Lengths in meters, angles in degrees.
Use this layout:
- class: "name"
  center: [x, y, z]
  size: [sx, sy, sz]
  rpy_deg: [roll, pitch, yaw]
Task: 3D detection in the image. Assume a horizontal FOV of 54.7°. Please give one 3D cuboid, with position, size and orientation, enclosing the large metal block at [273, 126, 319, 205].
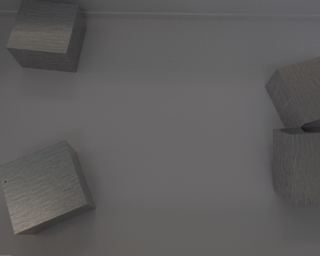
- class: "large metal block"
  center: [0.184, 0.041, 0.366]
  size: [0.081, 0.050, 0.079]
  rpy_deg: [-4, 97, -1]

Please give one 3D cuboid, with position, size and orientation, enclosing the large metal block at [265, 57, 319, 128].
- class: "large metal block"
  center: [0.201, -0.044, 0.414]
  size: [0.080, 0.050, 0.080]
  rpy_deg: [-17, 71, -6]

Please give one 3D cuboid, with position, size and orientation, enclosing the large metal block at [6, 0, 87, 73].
- class: "large metal block"
  center: [-0.158, -0.130, 0.443]
  size: [0.080, 0.050, 0.080]
  rpy_deg: [6, 70, 2]

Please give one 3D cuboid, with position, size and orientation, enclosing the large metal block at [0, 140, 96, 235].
- class: "large metal block"
  center: [-0.133, 0.072, 0.369]
  size: [0.080, 0.050, 0.080]
  rpy_deg: [-22, 72, -8]
